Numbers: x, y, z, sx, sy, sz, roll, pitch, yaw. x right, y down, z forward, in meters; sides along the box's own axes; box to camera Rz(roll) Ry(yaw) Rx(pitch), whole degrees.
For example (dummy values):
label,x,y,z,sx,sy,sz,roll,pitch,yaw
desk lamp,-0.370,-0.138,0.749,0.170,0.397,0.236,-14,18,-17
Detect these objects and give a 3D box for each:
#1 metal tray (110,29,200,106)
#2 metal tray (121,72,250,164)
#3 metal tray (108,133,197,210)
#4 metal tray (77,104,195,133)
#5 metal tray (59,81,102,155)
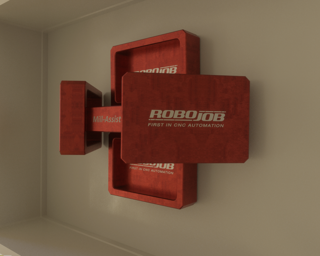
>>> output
label,x,y,z,sx,sy,sz,roll,pitch,yaw
metal tray,-0.010,-0.071,0.410,0.130,0.030,0.089,0,91,39
metal tray,0.026,-0.009,0.324,0.030,0.131,0.089,-177,87,-82
metal tray,-0.014,0.050,0.411,0.130,0.030,0.089,1,90,39
metal tray,-0.033,-0.010,0.390,0.130,0.091,0.030,1,91,39
metal tray,-0.106,-0.013,0.433,0.030,0.130,0.089,1,90,-2
